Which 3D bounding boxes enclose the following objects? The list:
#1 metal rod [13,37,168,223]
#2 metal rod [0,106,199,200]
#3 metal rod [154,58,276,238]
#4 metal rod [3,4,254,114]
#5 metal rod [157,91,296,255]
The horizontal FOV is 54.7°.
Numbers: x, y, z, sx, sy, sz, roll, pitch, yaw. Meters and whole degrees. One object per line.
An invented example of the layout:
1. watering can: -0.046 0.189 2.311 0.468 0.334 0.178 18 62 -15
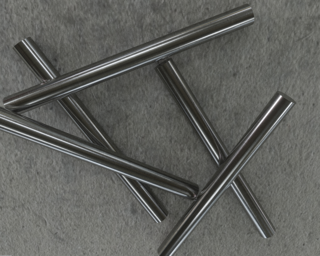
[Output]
1. metal rod: -0.082 0.014 0.413 0.025 0.025 0.299 -32 107 11
2. metal rod: -0.079 0.034 0.388 0.302 0.025 0.025 24 109 -22
3. metal rod: 0.083 0.039 0.425 0.025 0.025 0.299 -31 108 10
4. metal rod: -0.036 -0.079 0.363 0.301 0.025 0.025 -21 109 0
5. metal rod: 0.075 0.080 0.417 0.025 0.025 0.298 26 117 -10
